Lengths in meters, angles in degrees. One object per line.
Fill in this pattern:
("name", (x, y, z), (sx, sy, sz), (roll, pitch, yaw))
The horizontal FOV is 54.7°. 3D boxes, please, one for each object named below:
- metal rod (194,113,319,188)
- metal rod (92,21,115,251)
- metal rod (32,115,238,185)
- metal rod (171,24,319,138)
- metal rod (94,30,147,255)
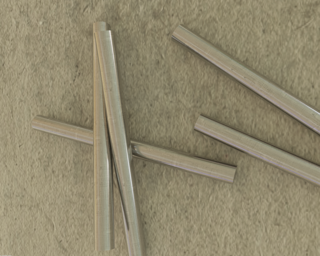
("metal rod", (0.178, 0.053, 0.346), (0.301, 0.025, 0.025), (25, 98, 17))
("metal rod", (-0.076, 0.002, 0.409), (0.025, 0.025, 0.298), (-7, 78, 19))
("metal rod", (-0.047, 0.024, 0.424), (0.301, 0.025, 0.025), (13, 95, 19))
("metal rod", (0.138, -0.035, 0.360), (0.300, 0.025, 0.025), (37, 102, 15))
("metal rod", (-0.049, 0.030, 0.397), (0.025, 0.025, 0.298), (-4, 99, 19))
